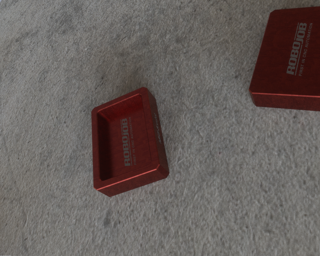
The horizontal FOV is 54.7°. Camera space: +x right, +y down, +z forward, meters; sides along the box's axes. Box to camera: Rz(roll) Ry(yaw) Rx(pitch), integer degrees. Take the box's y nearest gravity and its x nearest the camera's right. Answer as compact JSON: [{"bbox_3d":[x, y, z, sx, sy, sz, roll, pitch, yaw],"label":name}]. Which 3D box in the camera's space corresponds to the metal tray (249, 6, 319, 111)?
[{"bbox_3d":[0.166,-0.084,0.365,0.090,0.030,0.130,8,65,31],"label":"metal tray"}]

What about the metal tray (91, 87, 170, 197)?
[{"bbox_3d":[-0.044,0.016,0.412,0.090,0.030,0.130,-21,54,15],"label":"metal tray"}]
